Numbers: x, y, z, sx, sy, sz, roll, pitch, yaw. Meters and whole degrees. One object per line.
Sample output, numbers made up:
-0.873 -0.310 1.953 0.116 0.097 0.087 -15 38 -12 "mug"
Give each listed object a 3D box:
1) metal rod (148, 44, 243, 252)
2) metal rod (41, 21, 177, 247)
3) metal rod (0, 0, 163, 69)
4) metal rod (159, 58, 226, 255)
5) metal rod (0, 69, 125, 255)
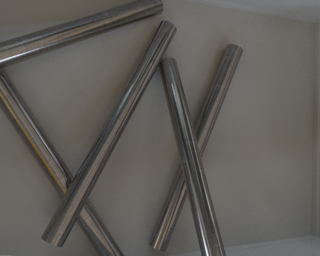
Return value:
0.053 0.021 0.431 0.025 0.025 0.299 25 82 -19 "metal rod"
-0.053 -0.006 0.375 0.025 0.025 0.300 32 73 -18 "metal rod"
-0.124 -0.098 0.346 0.302 0.025 0.025 -28 100 -25 "metal rod"
0.039 0.049 0.362 0.025 0.025 0.299 -4 67 -20 "metal rod"
-0.128 0.041 0.363 0.025 0.025 0.299 -33 101 -17 "metal rod"
